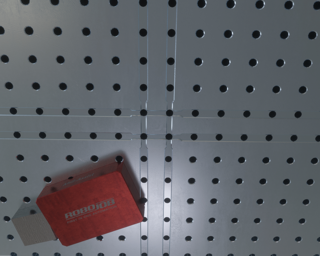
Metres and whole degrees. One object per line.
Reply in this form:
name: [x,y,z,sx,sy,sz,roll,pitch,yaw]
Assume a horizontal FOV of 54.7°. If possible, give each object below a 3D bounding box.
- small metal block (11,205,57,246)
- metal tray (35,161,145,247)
small metal block: [-0.184,0.144,0.465,0.050,0.025,0.050,-14,110,5]
metal tray: [-0.098,0.112,0.451,0.130,0.030,0.090,-20,109,7]
